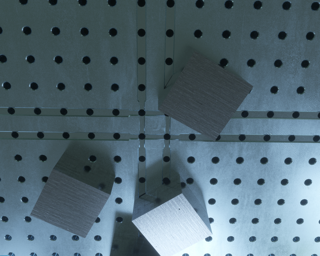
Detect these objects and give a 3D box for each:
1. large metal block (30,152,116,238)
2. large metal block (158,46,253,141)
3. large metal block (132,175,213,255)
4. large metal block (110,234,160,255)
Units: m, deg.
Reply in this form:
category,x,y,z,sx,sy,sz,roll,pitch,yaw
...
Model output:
category,x,y,z,sx,sy,sz,roll,pitch,yaw
large metal block,-0.120,0.093,0.433,0.080,0.050,0.080,27,108,-10
large metal block,0.053,-0.043,0.385,0.080,0.050,0.080,29,107,-11
large metal block,0.017,0.128,0.448,0.080,0.050,0.080,-32,107,10
large metal block,-0.039,0.218,0.480,0.081,0.050,0.079,9,110,-4
